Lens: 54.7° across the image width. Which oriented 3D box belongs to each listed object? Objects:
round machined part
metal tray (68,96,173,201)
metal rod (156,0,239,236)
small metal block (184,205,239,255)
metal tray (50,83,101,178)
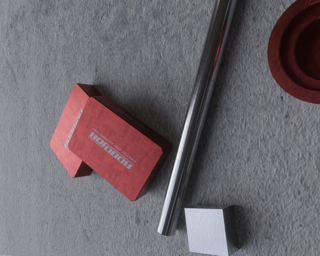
[{"bbox_3d":[0.150,-0.068,0.270,0.098,0.042,0.097,0,90,39],"label":"round machined part"},{"bbox_3d":[-0.058,0.025,0.425,0.130,0.030,0.089,36,111,18],"label":"metal tray"},{"bbox_3d":[0.042,-0.011,0.368,0.025,0.025,0.298,22,104,37],"label":"metal rod"},{"bbox_3d":[0.059,0.115,0.355,0.050,0.025,0.050,-10,83,39],"label":"small metal block"},{"bbox_3d":[-0.126,0.005,0.503,0.090,0.030,0.129,44,116,30],"label":"metal tray"}]
